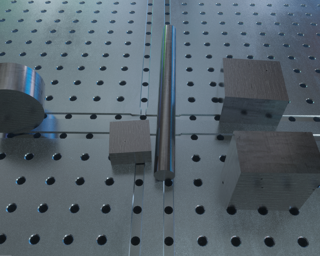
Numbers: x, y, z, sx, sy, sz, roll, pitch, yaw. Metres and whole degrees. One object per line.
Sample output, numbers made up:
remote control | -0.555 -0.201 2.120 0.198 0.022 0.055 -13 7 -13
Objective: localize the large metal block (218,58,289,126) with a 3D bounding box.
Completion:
large metal block | 0.127 -0.052 0.437 0.080 0.050 0.080 4 50 3

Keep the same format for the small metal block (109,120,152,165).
small metal block | -0.037 0.018 0.392 0.050 0.025 0.050 -3 50 -3

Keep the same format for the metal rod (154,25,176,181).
metal rod | 0.011 -0.059 0.457 0.025 0.025 0.300 2 50 1

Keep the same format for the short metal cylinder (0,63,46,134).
short metal cylinder | -0.192 -0.037 0.401 0.081 0.080 0.050 -9 51 -8

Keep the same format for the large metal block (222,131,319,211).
large metal block | 0.116 0.048 0.333 0.081 0.080 0.050 1 50 0
